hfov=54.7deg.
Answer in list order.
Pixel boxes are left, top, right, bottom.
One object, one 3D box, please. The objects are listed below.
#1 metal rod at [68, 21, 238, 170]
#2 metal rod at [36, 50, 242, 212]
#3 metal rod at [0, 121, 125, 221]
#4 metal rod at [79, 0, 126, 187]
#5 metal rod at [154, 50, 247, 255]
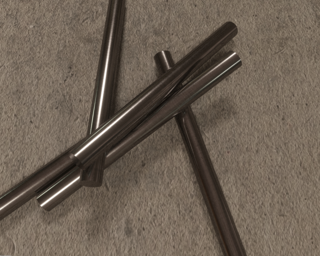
[{"bbox_3d":[0.009,-0.057,0.393,0.025,0.025,0.301,40,61,13],"label":"metal rod"},{"bbox_3d":[-0.021,0.000,0.388,0.301,0.025,0.025,-37,75,-5],"label":"metal rod"},{"bbox_3d":[-0.144,0.062,0.383,0.301,0.025,0.025,-36,74,-13],"label":"metal rod"},{"bbox_3d":[-0.071,-0.070,0.411,0.025,0.025,0.299,2,62,0],"label":"metal rod"},{"bbox_3d":[0.048,0.030,0.397,0.025,0.025,0.299,-16,71,-6],"label":"metal rod"}]
